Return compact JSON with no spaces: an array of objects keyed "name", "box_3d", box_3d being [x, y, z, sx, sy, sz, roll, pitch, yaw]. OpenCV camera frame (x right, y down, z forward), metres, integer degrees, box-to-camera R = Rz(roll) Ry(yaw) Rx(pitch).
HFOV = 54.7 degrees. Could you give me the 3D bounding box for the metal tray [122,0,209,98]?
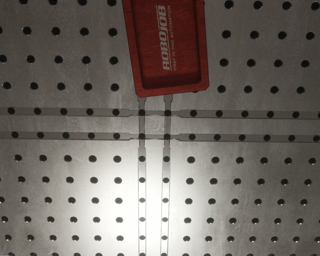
[{"name":"metal tray","box_3d":[0.008,-0.107,0.371,0.091,0.030,0.129,-7,110,2]}]
